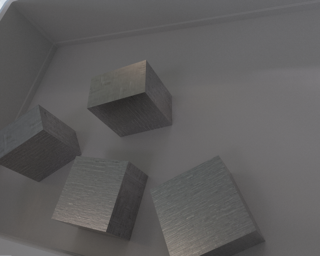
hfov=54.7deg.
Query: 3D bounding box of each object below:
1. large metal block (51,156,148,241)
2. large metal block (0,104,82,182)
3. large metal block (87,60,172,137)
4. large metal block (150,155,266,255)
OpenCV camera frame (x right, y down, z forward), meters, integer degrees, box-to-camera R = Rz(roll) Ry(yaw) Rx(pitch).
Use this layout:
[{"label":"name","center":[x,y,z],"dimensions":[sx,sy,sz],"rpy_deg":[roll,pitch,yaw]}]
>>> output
[{"label":"large metal block","center":[-0.070,0.083,0.376],"dimensions":[0.080,0.050,0.080],"rpy_deg":[2,63,29]},{"label":"large metal block","center":[-0.175,0.025,0.448],"dimensions":[0.080,0.080,0.050],"rpy_deg":[-33,52,7]},{"label":"large metal block","center":[-0.037,-0.035,0.411],"dimensions":[0.080,0.080,0.050],"rpy_deg":[-13,56,21]},{"label":"large metal block","center":[0.046,0.087,0.312],"dimensions":[0.080,0.050,0.080],"rpy_deg":[-29,52,10]}]
